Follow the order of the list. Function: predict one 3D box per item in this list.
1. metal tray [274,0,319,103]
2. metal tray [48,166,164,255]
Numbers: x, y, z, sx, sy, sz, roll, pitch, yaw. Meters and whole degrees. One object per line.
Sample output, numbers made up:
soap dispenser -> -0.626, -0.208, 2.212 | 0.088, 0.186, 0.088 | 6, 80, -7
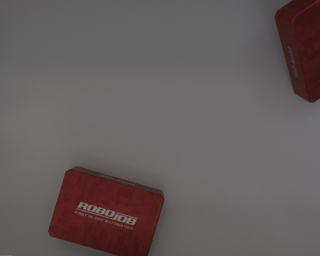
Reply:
metal tray -> 0.198, -0.104, 0.374 | 0.090, 0.030, 0.130 | -35, 128, 0
metal tray -> -0.068, 0.112, 0.408 | 0.131, 0.030, 0.090 | 16, 90, 0
